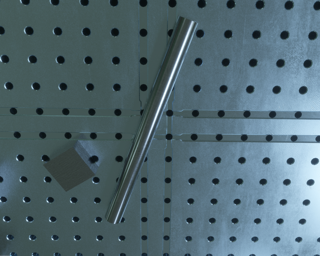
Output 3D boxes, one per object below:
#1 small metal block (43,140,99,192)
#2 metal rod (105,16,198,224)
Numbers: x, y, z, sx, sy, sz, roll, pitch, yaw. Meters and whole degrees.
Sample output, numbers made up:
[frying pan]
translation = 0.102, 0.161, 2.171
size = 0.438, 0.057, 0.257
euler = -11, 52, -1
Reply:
[small metal block]
translation = -0.123, 0.053, 0.432
size = 0.050, 0.025, 0.050
euler = -31, 108, 10
[metal rod]
translation = -0.018, 0.003, 0.414
size = 0.025, 0.025, 0.298
euler = 19, 109, -7
